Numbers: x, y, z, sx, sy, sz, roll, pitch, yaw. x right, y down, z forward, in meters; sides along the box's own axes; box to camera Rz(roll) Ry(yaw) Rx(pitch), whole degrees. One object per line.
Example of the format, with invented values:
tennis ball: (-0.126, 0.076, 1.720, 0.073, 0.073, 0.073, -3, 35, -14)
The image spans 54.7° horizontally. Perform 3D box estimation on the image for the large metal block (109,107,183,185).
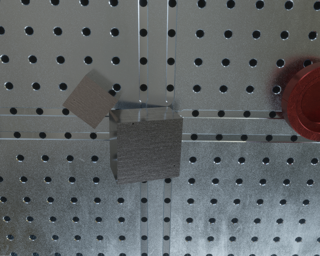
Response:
large metal block: (-0.020, 0.020, 0.395, 0.081, 0.050, 0.079, -5, 111, -18)

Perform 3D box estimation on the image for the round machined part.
round machined part: (0.203, -0.036, 0.393, 0.099, 0.042, 0.097, 0, 110, 0)

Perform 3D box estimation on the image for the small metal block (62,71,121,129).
small metal block: (-0.087, -0.036, 0.399, 0.050, 0.025, 0.050, 38, 106, -13)
